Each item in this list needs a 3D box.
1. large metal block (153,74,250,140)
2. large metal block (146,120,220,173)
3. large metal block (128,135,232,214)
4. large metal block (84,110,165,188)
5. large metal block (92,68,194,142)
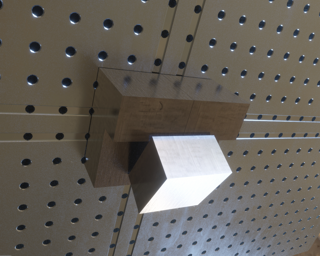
[{"bbox_3d":[0.048,-0.026,0.386,0.081,0.080,0.050,1,118,-29],"label":"large metal block"},{"bbox_3d":[0.028,0.025,0.425,0.081,0.050,0.079,1,118,-29],"label":"large metal block"},{"bbox_3d":[0.020,0.053,0.353,0.081,0.050,0.079,0,142,-29],"label":"large metal block"},{"bbox_3d":[-0.043,0.024,0.385,0.081,0.050,0.079,1,118,-29],"label":"large metal block"},{"bbox_3d":[-0.022,-0.027,0.347,0.081,0.080,0.050,1,118,-29],"label":"large metal block"}]
